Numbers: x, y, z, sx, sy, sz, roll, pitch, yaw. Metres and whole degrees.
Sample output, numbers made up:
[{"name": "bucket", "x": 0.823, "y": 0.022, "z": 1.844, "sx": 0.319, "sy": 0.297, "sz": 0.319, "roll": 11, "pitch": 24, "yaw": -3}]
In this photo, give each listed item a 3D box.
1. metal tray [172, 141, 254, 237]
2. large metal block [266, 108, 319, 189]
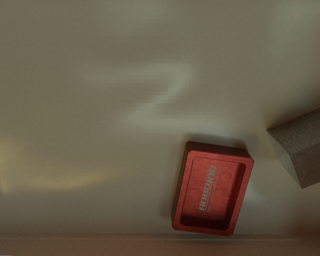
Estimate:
[{"name": "metal tray", "x": 0.071, "y": 0.089, "z": 0.442, "sx": 0.091, "sy": 0.030, "sz": 0.129, "roll": 8, "pitch": 110, "yaw": -4}, {"name": "large metal block", "x": 0.194, "y": 0.022, "z": 0.393, "sx": 0.080, "sy": 0.080, "sz": 0.050, "roll": -24, "pitch": 109, "yaw": 8}]
